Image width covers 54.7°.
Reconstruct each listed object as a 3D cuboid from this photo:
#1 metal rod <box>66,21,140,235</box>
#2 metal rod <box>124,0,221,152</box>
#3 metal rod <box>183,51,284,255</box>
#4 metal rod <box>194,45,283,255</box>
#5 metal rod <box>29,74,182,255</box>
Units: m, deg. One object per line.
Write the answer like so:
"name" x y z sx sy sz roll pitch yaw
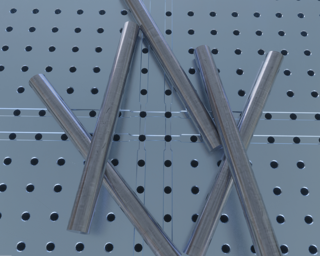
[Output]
"metal rod" -0.065 -0.020 0.398 0.025 0.025 0.299 8 63 3
"metal rod" 0.010 -0.101 0.448 0.025 0.025 0.299 -25 72 -9
"metal rod" 0.103 0.023 0.404 0.025 0.025 0.300 25 72 8
"metal rod" 0.088 0.015 0.382 0.025 0.025 0.299 -10 61 -4
"metal rod" -0.078 0.043 0.394 0.025 0.025 0.300 -37 75 -13
